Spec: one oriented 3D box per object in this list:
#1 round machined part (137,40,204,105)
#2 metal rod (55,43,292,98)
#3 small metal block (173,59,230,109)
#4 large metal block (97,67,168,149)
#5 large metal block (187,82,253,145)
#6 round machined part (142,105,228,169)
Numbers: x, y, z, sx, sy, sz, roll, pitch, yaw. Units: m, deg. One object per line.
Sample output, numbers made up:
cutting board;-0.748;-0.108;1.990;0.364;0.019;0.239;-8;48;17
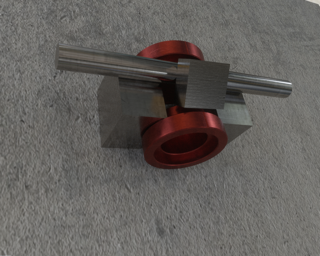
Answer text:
round machined part;0.013;-0.065;0.405;0.099;0.097;0.042;4;61;-27
metal rod;0.038;-0.061;0.360;0.302;0.025;0.025;3;61;-27
small metal block;0.045;-0.048;0.339;0.050;0.025;0.050;1;102;-26
large metal block;-0.037;-0.028;0.367;0.050;0.080;0.080;4;60;-26
large metal block;0.069;-0.021;0.420;0.050;0.080;0.080;4;60;-27
round machined part;0.027;0.008;0.367;0.099;0.097;0.042;4;55;-26
